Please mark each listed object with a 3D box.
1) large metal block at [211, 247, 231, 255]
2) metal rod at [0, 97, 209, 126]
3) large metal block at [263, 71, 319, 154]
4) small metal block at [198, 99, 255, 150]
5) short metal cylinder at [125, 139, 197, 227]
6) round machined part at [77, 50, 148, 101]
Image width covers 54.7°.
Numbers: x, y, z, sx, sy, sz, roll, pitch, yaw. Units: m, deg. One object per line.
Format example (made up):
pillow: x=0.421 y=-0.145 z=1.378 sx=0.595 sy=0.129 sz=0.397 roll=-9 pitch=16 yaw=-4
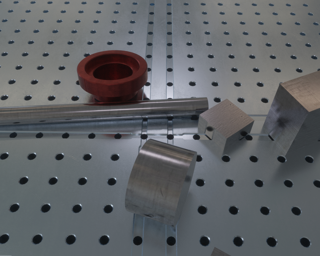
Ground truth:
large metal block: x=0.063 y=0.162 z=0.256 sx=0.080 sy=0.050 sz=0.080 roll=24 pitch=54 yaw=19
metal rod: x=-0.085 y=-0.023 z=0.425 sx=0.302 sy=0.025 sz=0.025 roll=-3 pitch=50 yaw=-3
large metal block: x=0.188 y=-0.022 z=0.392 sx=0.081 sy=0.080 sz=0.050 roll=-19 pitch=53 yaw=-15
small metal block: x=0.087 y=-0.006 z=0.413 sx=0.050 sy=0.025 sz=0.050 roll=-30 pitch=56 yaw=-23
short metal cylinder: x=0.003 y=0.056 z=0.325 sx=0.050 sy=0.080 sz=0.080 roll=16 pitch=52 yaw=13
round machined part: x=-0.067 y=-0.072 z=0.449 sx=0.099 sy=0.042 sz=0.098 roll=1 pitch=40 yaw=0
